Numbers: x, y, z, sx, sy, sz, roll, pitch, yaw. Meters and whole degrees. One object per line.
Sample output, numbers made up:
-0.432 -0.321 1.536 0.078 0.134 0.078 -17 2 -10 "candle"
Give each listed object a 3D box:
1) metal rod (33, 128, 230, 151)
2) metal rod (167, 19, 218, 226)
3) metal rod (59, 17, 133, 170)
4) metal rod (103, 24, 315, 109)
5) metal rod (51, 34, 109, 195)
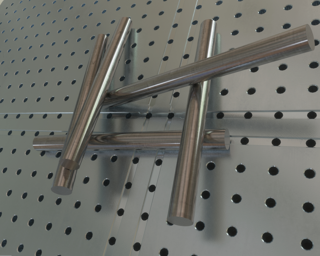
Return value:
-0.057 0.019 0.424 0.301 0.025 0.025 -2 61 26 "metal rod"
0.046 -0.032 0.376 0.025 0.025 0.300 -6 51 25 "metal rod"
-0.084 -0.072 0.462 0.025 0.025 0.300 -8 48 23 "metal rod"
0.026 -0.062 0.381 0.300 0.025 0.025 -11 56 40 "metal rod"
-0.111 -0.042 0.466 0.025 0.025 0.300 -13 49 20 "metal rod"
